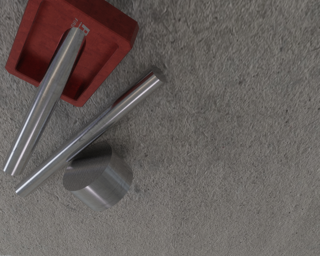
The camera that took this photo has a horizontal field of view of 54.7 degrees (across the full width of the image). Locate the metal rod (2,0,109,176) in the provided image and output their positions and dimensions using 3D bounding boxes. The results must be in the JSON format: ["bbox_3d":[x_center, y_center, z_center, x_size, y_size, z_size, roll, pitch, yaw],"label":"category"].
[{"bbox_3d":[-0.101,-0.063,0.318,0.025,0.025,0.298,26,115,-20],"label":"metal rod"}]

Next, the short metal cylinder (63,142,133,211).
[{"bbox_3d":[-0.085,0.066,0.427,0.080,0.080,0.050,-23,126,18],"label":"short metal cylinder"}]

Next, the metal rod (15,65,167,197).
[{"bbox_3d":[-0.108,0.018,0.421,0.299,0.025,0.025,-37,121,27],"label":"metal rod"}]

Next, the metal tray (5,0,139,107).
[{"bbox_3d":[-0.092,-0.079,0.309,0.090,0.030,0.129,28,143,-22],"label":"metal tray"}]
